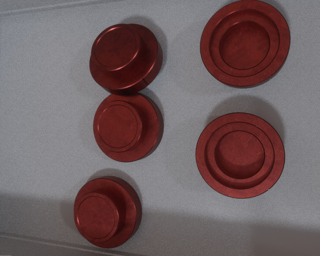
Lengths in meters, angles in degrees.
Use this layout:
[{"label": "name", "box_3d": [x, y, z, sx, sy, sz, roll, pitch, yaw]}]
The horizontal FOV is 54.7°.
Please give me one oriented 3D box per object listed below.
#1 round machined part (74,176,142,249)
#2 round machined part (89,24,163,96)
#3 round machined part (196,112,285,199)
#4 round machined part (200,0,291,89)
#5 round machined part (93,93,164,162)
[{"label": "round machined part", "box_3d": [-0.078, 0.118, 0.428, 0.098, 0.042, 0.097, 0, 90, 19]}, {"label": "round machined part", "box_3d": [-0.049, -0.095, 0.403, 0.098, 0.042, 0.098, -6, 70, 17]}, {"label": "round machined part", "box_3d": [0.095, 0.031, 0.368, 0.098, 0.042, 0.097, 0, 90, 19]}, {"label": "round machined part", "box_3d": [0.100, -0.095, 0.366, 0.098, 0.042, 0.097, 0, 90, 19]}, {"label": "round machined part", "box_3d": [-0.048, -0.002, 0.417, 0.098, 0.042, 0.097, 0, 90, 19]}]
